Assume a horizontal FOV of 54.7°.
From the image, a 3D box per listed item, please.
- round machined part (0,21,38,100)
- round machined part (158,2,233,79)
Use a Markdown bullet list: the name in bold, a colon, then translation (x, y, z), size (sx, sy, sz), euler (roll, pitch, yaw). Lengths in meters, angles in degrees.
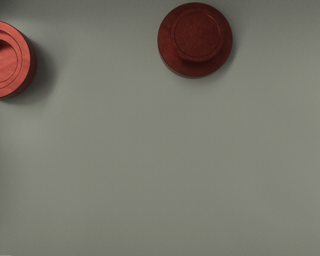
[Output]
- **round machined part**: translation (-0.208, -0.084, 0.400), size (0.099, 0.042, 0.097), euler (0, 90, -1)
- **round machined part**: translation (0.046, -0.116, 0.403), size (0.099, 0.042, 0.097), euler (0, 90, -1)
